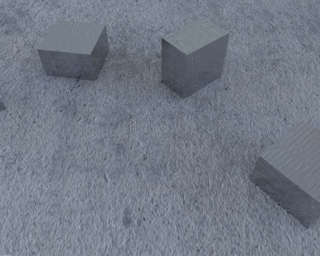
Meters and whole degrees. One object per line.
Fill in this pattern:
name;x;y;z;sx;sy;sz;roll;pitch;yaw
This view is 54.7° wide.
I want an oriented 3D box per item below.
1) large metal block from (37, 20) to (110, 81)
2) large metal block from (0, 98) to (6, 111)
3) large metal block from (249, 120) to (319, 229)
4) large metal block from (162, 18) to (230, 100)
large metal block;-0.133;-0.124;0.490;0.080;0.050;0.080;7;50;6
large metal block;-0.276;-0.046;0.424;0.080;0.050;0.080;-34;58;-25
large metal block;0.163;0.049;0.347;0.080;0.050;0.080;-33;57;-24
large metal block;0.049;-0.101;0.453;0.080;0.080;0.050;-32;57;-24
